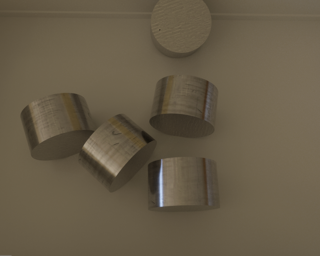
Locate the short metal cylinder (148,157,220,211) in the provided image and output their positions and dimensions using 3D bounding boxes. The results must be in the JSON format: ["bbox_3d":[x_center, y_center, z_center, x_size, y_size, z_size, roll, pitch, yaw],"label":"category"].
[{"bbox_3d":[0.026,0.067,0.356,0.081,0.080,0.050,-1,70,-1],"label":"short metal cylinder"}]

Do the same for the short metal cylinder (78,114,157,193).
[{"bbox_3d":[-0.049,0.030,0.369,0.050,0.080,0.080,40,75,13],"label":"short metal cylinder"}]

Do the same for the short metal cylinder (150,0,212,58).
[{"bbox_3d":[0.027,-0.141,0.433,0.081,0.050,0.079,0,94,-3],"label":"short metal cylinder"}]

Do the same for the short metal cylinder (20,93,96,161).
[{"bbox_3d":[-0.122,0.000,0.379,0.080,0.080,0.050,-21,72,-8],"label":"short metal cylinder"}]

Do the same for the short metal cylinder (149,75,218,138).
[{"bbox_3d":[0.031,-0.025,0.390,0.080,0.080,0.050,8,70,3],"label":"short metal cylinder"}]
